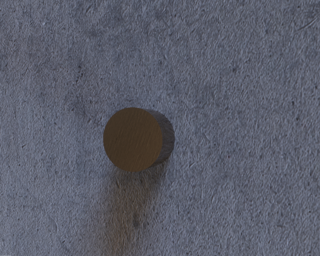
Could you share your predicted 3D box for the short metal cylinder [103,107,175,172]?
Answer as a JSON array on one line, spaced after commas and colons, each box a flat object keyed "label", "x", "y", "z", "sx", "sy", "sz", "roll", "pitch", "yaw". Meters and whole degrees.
[{"label": "short metal cylinder", "x": -0.026, "y": 0.014, "z": 0.405, "sx": 0.080, "sy": 0.050, "sz": 0.080, "roll": 0, "pitch": 90, "yaw": 20}]
